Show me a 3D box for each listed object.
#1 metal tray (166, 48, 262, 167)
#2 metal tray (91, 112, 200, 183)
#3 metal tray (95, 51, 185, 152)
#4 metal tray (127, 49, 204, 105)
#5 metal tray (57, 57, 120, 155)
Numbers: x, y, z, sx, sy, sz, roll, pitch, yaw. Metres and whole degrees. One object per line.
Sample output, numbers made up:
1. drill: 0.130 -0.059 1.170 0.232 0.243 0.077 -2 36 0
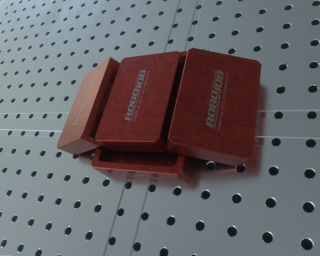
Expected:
1. metal tray: 0.065 -0.027 0.362 0.090 0.030 0.130 12 65 3
2. metal tray: -0.018 0.019 0.402 0.130 0.030 0.090 1 62 28
3. metal tray: -0.021 -0.035 0.397 0.090 0.030 0.130 0 61 27
4. metal tray: 0.002 -0.061 0.440 0.130 0.030 0.090 1 62 28
5. metal tray: -0.099 -0.031 0.451 0.090 0.030 0.130 -19 50 49
